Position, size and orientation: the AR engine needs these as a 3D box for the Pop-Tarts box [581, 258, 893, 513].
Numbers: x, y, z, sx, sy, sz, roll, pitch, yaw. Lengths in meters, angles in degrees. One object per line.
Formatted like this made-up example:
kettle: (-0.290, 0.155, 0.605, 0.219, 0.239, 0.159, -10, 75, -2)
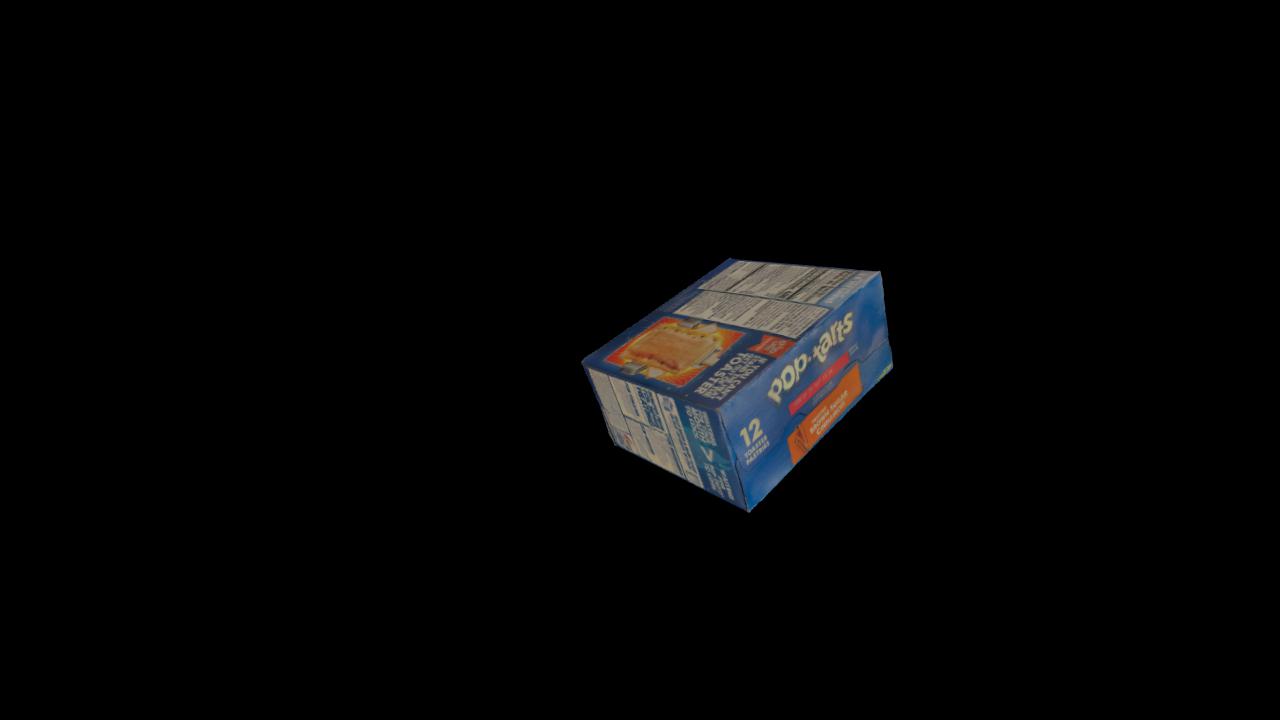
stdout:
Pop-Tarts box: (0.070, 0.004, 0.440, 0.167, 0.083, 0.141, -37, 31, -27)
